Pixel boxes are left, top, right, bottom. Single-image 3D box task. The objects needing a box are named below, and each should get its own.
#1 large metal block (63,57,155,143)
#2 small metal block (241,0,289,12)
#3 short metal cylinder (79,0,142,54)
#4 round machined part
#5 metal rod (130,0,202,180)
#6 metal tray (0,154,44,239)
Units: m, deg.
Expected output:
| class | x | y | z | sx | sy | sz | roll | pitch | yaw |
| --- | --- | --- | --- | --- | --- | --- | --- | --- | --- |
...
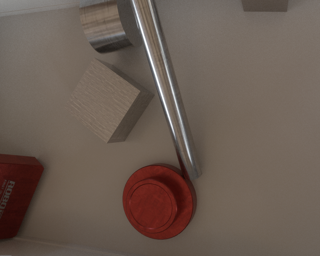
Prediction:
| class | x | y | z | sx | sy | sz | roll | pitch | yaw |
| --- | --- | --- | --- | --- | --- | --- | --- | --- | --- |
| large metal block | -0.068 | -0.036 | 0.420 | 0.080 | 0.050 | 0.080 | 37 | 102 | 16 |
| small metal block | 0.121 | -0.154 | 0.354 | 0.050 | 0.050 | 0.025 | 8 | 93 | 19 |
| short metal cylinder | -0.059 | -0.140 | 0.401 | 0.050 | 0.080 | 0.080 | -7 | 88 | 19 |
| round machined part | -0.005 | 0.097 | 0.402 | 0.098 | 0.042 | 0.097 | 0 | 90 | 19 |
| metal rod | 0.000 | -0.072 | 0.341 | 0.025 | 0.025 | 0.298 | -9 | 114 | 19 |
| metal tray | -0.239 | 0.103 | 0.455 | 0.030 | 0.091 | 0.129 | 32 | 101 | 39 |
